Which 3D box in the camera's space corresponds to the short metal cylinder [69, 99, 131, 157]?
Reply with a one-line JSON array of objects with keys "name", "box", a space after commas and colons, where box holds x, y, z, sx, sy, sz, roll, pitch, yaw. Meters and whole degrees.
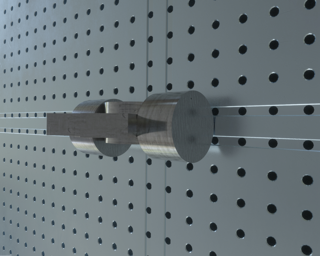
[{"name": "short metal cylinder", "box": [-0.081, -0.001, 0.440, 0.050, 0.081, 0.079, 2, 91, 40]}]

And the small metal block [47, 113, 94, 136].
[{"name": "small metal block", "box": [-0.098, -0.004, 0.368, 0.050, 0.050, 0.025, 1, 91, 8]}]

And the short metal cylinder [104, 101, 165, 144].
[{"name": "short metal cylinder", "box": [-0.030, -0.007, 0.398, 0.080, 0.081, 0.050, 2, 91, 40]}]

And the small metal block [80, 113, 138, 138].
[{"name": "small metal block", "box": [-0.052, -0.003, 0.336, 0.050, 0.050, 0.025, 1, 91, 9]}]

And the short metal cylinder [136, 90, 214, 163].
[{"name": "short metal cylinder", "box": [0.019, -0.002, 0.357, 0.050, 0.081, 0.079, 1, 91, 41]}]
